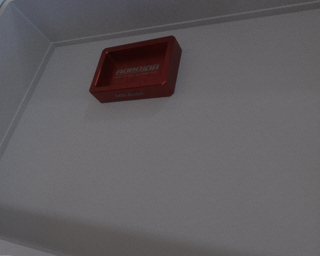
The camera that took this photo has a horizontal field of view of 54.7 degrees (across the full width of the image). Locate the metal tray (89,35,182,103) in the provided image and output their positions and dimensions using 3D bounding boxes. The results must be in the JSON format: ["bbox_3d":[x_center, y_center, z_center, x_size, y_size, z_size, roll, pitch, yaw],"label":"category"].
[{"bbox_3d":[-0.038,-0.088,0.474,0.130,0.030,0.090,-3,60,26],"label":"metal tray"}]
